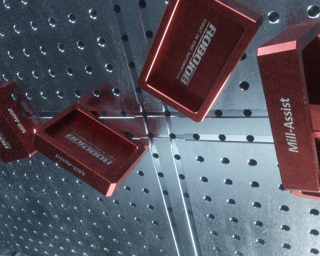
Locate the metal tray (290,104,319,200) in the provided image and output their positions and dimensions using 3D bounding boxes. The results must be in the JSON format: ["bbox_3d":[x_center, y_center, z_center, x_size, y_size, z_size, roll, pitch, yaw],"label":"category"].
[{"bbox_3d":[0.179,0.033,0.300,0.090,0.030,0.130,7,146,24],"label":"metal tray"}]

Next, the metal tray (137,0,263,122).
[{"bbox_3d":[0.037,-0.080,0.339,0.090,0.030,0.129,32,129,7],"label":"metal tray"}]

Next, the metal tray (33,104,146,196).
[{"bbox_3d":[-0.098,0.026,0.437,0.130,0.090,0.030,32,129,7],"label":"metal tray"}]

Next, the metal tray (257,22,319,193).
[{"bbox_3d":[0.128,-0.020,0.279,0.030,0.091,0.129,-3,113,39],"label":"metal tray"}]

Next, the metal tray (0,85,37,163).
[{"bbox_3d":[-0.281,-0.003,0.556,0.090,0.030,0.130,-15,111,34],"label":"metal tray"}]
